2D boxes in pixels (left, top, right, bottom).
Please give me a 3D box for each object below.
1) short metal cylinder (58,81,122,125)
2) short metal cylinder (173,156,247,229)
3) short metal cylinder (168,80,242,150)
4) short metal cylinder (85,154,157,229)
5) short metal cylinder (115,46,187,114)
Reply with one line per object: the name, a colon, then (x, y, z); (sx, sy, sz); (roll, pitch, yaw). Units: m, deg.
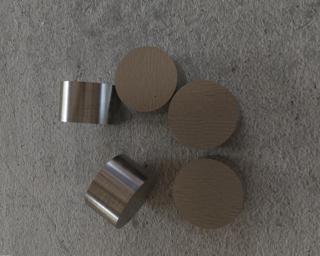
short metal cylinder: (-0.091, -0.032, 0.412); (0.080, 0.080, 0.050); (4, 92, 20)
short metal cylinder: (0.062, 0.074, 0.374); (0.080, 0.050, 0.080); (0, 90, 20)
short metal cylinder: (0.056, -0.015, 0.376); (0.080, 0.050, 0.080); (0, 90, 20)
short metal cylinder: (-0.049, 0.080, 0.397); (0.050, 0.080, 0.080); (33, 101, 17)
short metal cylinder: (-0.010, -0.059, 0.398); (0.080, 0.050, 0.080); (0, 89, 17)
